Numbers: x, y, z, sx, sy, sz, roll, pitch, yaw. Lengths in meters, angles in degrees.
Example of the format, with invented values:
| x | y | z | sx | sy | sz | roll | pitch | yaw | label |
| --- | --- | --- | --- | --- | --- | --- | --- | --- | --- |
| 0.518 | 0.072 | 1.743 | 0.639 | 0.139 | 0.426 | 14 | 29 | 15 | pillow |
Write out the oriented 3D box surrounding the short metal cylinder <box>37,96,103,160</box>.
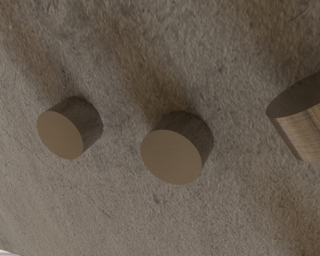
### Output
| x | y | z | sx | sy | sz | roll | pitch | yaw | label |
| --- | --- | --- | --- | --- | --- | --- | --- | --- | --- |
| -0.132 | 0.000 | 0.458 | 0.080 | 0.050 | 0.079 | 13 | 124 | 20 | short metal cylinder |

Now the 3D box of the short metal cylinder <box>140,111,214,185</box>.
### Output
| x | y | z | sx | sy | sz | roll | pitch | yaw | label |
| --- | --- | --- | --- | --- | --- | --- | --- | --- | --- |
| 0.022 | 0.025 | 0.393 | 0.080 | 0.050 | 0.079 | 13 | 124 | 20 | short metal cylinder |

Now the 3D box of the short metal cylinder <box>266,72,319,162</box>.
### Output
| x | y | z | sx | sy | sz | roll | pitch | yaw | label |
| --- | --- | --- | --- | --- | --- | --- | --- | --- | --- |
| 0.147 | -0.013 | 0.285 | 0.080 | 0.080 | 0.050 | -28 | 103 | 37 | short metal cylinder |
